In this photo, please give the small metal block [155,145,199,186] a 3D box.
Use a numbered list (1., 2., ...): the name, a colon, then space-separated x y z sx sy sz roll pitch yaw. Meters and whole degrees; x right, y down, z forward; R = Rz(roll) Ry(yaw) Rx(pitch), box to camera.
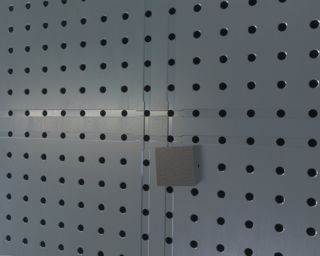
1. small metal block: 0.023 0.049 0.405 0.050 0.025 0.050 -4 89 20
